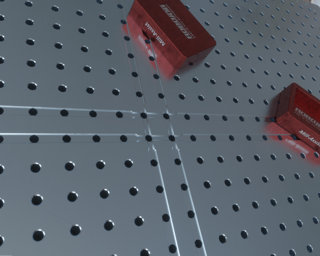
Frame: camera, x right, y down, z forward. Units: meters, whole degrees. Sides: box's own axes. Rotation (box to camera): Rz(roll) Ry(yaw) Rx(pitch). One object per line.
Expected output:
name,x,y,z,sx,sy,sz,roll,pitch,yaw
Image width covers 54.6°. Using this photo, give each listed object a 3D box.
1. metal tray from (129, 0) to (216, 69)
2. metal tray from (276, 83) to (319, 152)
metal tray,0.022,-0.167,0.519,0.091,0.030,0.130,-32,80,-38
metal tray,0.276,-0.013,0.560,0.130,0.030,0.090,33,51,-7
